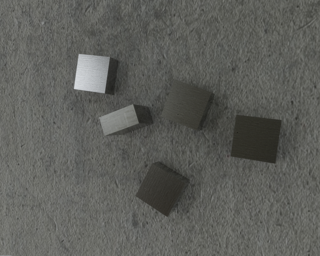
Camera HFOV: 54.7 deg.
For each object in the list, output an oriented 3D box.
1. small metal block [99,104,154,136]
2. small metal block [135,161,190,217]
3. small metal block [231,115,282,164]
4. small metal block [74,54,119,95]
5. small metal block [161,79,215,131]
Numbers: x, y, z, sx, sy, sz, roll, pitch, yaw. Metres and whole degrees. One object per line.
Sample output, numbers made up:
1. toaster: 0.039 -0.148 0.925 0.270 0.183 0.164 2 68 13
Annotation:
1. small metal block: -0.043 -0.010 0.411 0.050 0.050 0.025 -19 84 19
2. small metal block: 0.004 0.079 0.408 0.050 0.025 0.050 30 100 17
3. small metal block: 0.114 0.012 0.369 0.050 0.025 0.050 8 93 19
4. small metal block: -0.091 -0.076 0.441 0.050 0.025 0.050 10 93 19
5. small metal block: 0.036 -0.029 0.396 0.050 0.025 0.050 23 98 18
